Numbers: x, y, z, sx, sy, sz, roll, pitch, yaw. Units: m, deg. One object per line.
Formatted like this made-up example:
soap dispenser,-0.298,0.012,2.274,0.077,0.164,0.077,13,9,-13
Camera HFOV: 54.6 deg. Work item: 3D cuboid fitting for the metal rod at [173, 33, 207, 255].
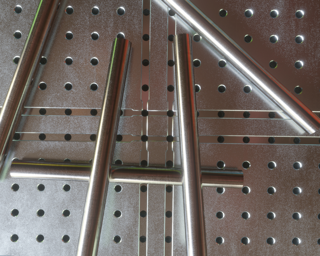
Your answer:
metal rod,0.038,0.027,0.392,0.025,0.025,0.299,-3,82,0

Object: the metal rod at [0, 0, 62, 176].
metal rod,-0.180,-0.069,0.412,0.025,0.025,0.299,19,90,0

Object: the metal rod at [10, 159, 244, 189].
metal rod,-0.042,0.061,0.413,0.302,0.025,0.025,3,90,0

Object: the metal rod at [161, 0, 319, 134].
metal rod,0.096,-0.101,0.413,0.300,0.025,0.025,42,90,0

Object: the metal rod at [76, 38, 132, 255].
metal rod,-0.071,0.032,0.390,0.025,0.025,0.299,8,81,0
